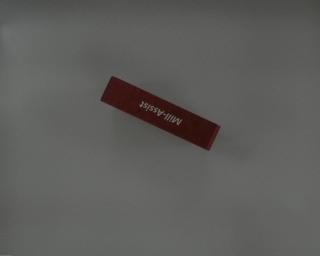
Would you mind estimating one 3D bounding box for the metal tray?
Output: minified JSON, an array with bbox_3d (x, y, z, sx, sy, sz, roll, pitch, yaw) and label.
[{"bbox_3d":[0.000,-0.016,0.375,0.131,0.090,0.030,25,90,-1],"label":"metal tray"}]
